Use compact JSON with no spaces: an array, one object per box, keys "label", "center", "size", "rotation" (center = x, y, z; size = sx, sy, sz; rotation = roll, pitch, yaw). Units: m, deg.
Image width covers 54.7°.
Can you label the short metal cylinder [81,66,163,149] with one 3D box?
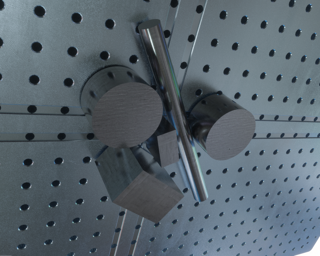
[{"label":"short metal cylinder","center":[-0.044,-0.024,0.352],"size":[0.081,0.050,0.079],"rotation":[-14,124,-21]}]

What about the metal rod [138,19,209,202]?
[{"label":"metal rod","center":[0.028,0.000,0.422],"size":[0.025,0.025,0.299],"rotation":[-28,128,-11]}]

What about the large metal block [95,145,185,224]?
[{"label":"large metal block","center":[-0.027,0.064,0.395],"size":[0.050,0.080,0.080],"rotation":[-47,129,5]}]

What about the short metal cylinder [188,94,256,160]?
[{"label":"short metal cylinder","center":[0.086,-0.001,0.436],"size":[0.081,0.050,0.079],"rotation":[-14,124,-21]}]

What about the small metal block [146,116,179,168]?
[{"label":"small metal block","center":[0.000,0.014,0.399],"size":[0.025,0.050,0.050],"rotation":[-20,126,-17]}]
